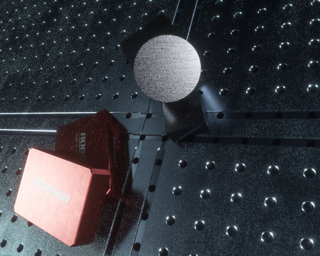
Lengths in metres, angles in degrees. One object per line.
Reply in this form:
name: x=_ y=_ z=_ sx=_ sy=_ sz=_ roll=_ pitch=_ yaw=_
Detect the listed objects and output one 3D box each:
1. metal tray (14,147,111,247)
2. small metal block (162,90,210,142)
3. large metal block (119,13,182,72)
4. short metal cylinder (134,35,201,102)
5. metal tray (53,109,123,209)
metal tray: x=-0.127 y=0.081 z=0.392 sx=0.130 sy=0.030 sz=0.090 roll=11 pitch=86 yaw=36
small metal block: x=0.033 y=-0.015 z=0.399 sx=0.050 sy=0.025 sz=0.050 roll=-18 pitch=55 yaw=17
large metal block: x=-0.004 y=-0.110 z=0.460 sx=0.080 sy=0.050 sz=0.080 roll=-33 pitch=52 yaw=6
short metal cylinder: x=0.008 y=-0.077 z=0.395 sx=0.080 sy=0.080 sz=0.050 roll=-33 pitch=13 yaw=6
metal tray: x=-0.102 y=0.046 z=0.429 sx=0.090 sy=0.030 sz=0.130 roll=-20 pitch=54 yaw=16
